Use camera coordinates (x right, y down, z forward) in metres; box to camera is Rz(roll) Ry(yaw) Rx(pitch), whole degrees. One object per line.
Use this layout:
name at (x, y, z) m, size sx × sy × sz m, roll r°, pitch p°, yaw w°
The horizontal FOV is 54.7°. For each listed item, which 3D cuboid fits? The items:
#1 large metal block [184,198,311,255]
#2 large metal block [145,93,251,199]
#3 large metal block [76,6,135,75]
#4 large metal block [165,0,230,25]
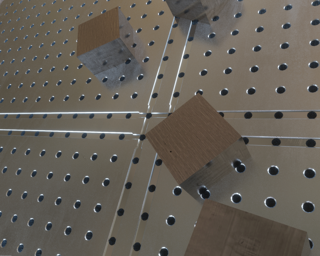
large metal block at (0.079, 0.107, 0.266) m, size 0.080 × 0.080 × 0.050 m, roll 12°, pitch 68°, yaw 33°
large metal block at (0.043, 0.020, 0.357) m, size 0.080 × 0.050 × 0.080 m, roll -38°, pitch 51°, yaw 2°
large metal block at (-0.092, -0.148, 0.530) m, size 0.080 × 0.050 × 0.080 m, roll -19°, pitch 54°, yaw 16°
large metal block at (0.064, -0.219, 0.492) m, size 0.080 × 0.050 × 0.080 m, roll 30°, pitch 78°, yaw 37°
